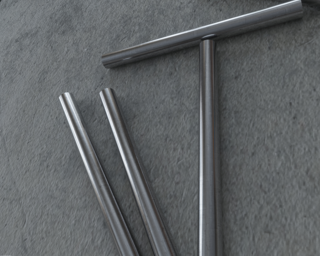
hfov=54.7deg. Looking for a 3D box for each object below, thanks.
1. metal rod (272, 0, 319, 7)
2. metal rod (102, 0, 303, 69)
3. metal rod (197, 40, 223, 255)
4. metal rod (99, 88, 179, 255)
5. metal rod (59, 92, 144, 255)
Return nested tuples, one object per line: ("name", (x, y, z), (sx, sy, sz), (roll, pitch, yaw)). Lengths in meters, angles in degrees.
("metal rod", (0.163, -0.193, 0.435), (0.300, 0.025, 0.025), (29, 78, 37))
("metal rod", (0.047, -0.133, 0.459), (0.301, 0.025, 0.025), (-9, 58, 22))
("metal rod", (0.057, 0.014, 0.364), (0.025, 0.025, 0.299), (-9, 58, 23))
("metal rod", (-0.030, 0.055, 0.384), (0.025, 0.025, 0.300), (-32, 52, 7))
("metal rod", (-0.090, 0.049, 0.418), (0.025, 0.025, 0.300), (-36, 51, 4))
